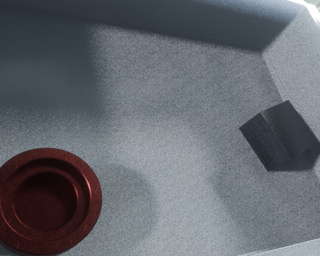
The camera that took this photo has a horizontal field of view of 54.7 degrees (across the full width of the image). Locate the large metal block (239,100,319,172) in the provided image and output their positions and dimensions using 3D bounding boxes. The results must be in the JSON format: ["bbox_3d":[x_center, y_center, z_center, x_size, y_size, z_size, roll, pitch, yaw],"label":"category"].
[{"bbox_3d":[0.186,0.011,0.486,0.081,0.050,0.080,-20,73,-36],"label":"large metal block"}]

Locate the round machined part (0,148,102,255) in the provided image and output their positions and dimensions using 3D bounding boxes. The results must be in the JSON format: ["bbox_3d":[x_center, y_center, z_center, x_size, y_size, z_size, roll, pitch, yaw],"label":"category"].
[{"bbox_3d":[-0.109,0.071,0.293,0.099,0.042,0.098,14,56,-21],"label":"round machined part"}]
